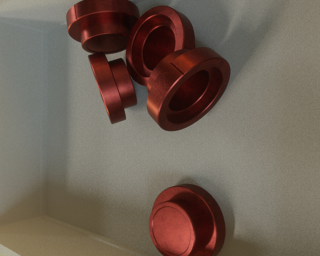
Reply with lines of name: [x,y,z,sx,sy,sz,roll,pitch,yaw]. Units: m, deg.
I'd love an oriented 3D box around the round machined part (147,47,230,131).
round machined part: [0.026,-0.046,0.338,0.042,0.099,0.097,49,119,29]

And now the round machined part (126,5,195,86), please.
round machined part: [0.005,-0.097,0.388,0.098,0.042,0.097,-6,82,42]

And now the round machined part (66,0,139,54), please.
round machined part: [-0.074,-0.132,0.421,0.098,0.099,0.042,-15,80,39]

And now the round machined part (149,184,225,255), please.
round machined part: [0.025,0.119,0.375,0.098,0.042,0.097,0,90,40]

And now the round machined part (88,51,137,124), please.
round machined part: [-0.062,-0.058,0.425,0.098,0.042,0.098,161,89,-81]
